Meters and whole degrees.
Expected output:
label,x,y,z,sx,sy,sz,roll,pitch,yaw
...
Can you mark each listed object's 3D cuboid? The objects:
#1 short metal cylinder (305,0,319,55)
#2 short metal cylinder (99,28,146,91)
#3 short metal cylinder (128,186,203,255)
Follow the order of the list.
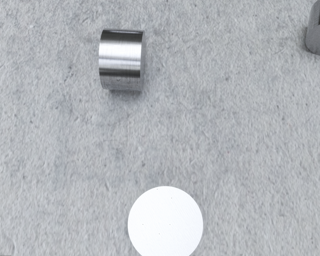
label,x,y,z,sx,sy,sz,roll,pitch,yaw
short metal cylinder,0.251,-0.143,0.434,0.080,0.080,0.050,16,71,5
short metal cylinder,-0.047,-0.090,0.411,0.050,0.080,0.080,3,70,1
short metal cylinder,0.006,0.111,0.355,0.081,0.050,0.080,0,70,0
